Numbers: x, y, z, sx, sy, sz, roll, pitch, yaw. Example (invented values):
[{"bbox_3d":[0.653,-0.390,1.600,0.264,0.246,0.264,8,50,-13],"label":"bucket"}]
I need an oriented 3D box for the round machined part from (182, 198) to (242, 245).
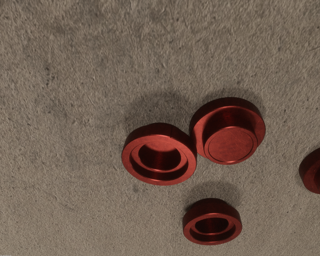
[{"bbox_3d":[0.087,0.157,0.532,0.099,0.042,0.097,-1,130,0],"label":"round machined part"}]

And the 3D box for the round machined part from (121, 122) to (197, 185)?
[{"bbox_3d":[0.001,0.031,0.417,0.099,0.042,0.097,4,132,5],"label":"round machined part"}]

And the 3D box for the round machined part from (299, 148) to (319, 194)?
[{"bbox_3d":[0.264,0.070,0.460,0.099,0.042,0.097,-1,130,0],"label":"round machined part"}]

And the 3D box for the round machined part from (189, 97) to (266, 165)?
[{"bbox_3d":[0.089,0.011,0.407,0.099,0.042,0.097,-1,130,0],"label":"round machined part"}]
